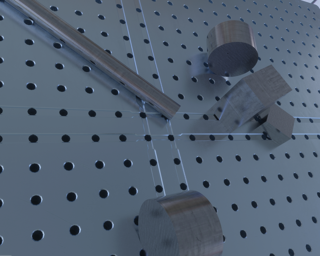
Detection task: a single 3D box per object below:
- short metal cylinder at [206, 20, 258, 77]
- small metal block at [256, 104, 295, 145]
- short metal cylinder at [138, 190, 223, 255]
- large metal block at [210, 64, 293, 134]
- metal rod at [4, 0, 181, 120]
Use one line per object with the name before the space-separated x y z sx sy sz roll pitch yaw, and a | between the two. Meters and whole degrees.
short metal cylinder | 0.119 -0.131 0.516 0.081 0.080 0.050 15 56 -20
small metal block | 0.193 -0.008 0.517 0.050 0.025 0.050 35 51 -6
short metal cylinder | 0.018 0.108 0.317 0.050 0.080 0.080 -5 64 -31
large metal block | 0.139 -0.044 0.474 0.081 0.080 0.050 -27 77 -37
metal rod | -0.100 -0.109 0.420 0.301 0.025 0.025 36 51 -5
